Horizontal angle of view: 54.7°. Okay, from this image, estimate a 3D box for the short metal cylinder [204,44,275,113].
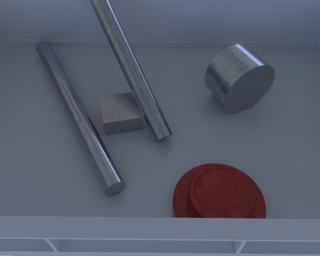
[{"bbox_3d":[0.109,-0.068,0.428,0.081,0.080,0.050,-21,54,-17],"label":"short metal cylinder"}]

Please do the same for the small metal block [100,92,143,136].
[{"bbox_3d":[-0.053,-0.020,0.422,0.050,0.025,0.050,-9,51,-8],"label":"small metal block"}]

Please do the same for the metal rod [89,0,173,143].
[{"bbox_3d":[-0.057,-0.120,0.420,0.025,0.025,0.299,-22,81,-18],"label":"metal rod"}]

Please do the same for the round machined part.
[{"bbox_3d":[0.063,0.078,0.330,0.099,0.042,0.098,0,50,0],"label":"round machined part"}]

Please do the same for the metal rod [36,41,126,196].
[{"bbox_3d":[-0.122,-0.033,0.430,0.025,0.025,0.300,-23,54,-18],"label":"metal rod"}]
